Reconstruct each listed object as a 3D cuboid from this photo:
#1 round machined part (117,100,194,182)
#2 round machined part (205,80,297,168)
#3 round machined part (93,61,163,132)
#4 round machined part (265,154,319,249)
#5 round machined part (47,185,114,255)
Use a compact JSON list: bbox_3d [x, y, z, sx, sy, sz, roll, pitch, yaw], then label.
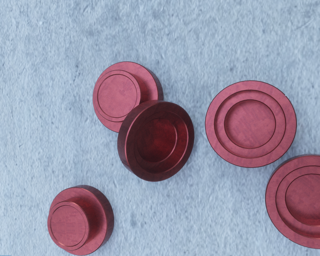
[{"bbox_3d":[-0.009,0.013,0.383,0.042,0.099,0.097,20,98,54],"label":"round machined part"},{"bbox_3d":[0.106,-0.005,0.363,0.098,0.042,0.097,0,90,19],"label":"round machined part"},{"bbox_3d":[-0.048,-0.041,0.416,0.098,0.042,0.097,0,90,19],"label":"round machined part"},{"bbox_3d":[0.168,0.077,0.341,0.098,0.042,0.097,0,90,19],"label":"round machined part"},{"bbox_3d":[-0.119,0.133,0.440,0.098,0.042,0.097,0,90,19],"label":"round machined part"}]
